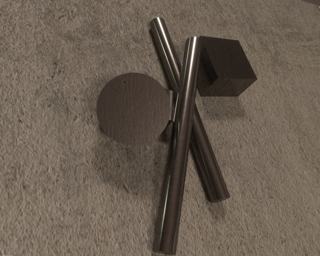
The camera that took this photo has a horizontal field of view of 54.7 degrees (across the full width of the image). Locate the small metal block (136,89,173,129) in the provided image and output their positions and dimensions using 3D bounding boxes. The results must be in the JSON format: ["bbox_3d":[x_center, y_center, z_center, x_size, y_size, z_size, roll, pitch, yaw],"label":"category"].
[{"bbox_3d":[-0.011,-0.031,0.418,0.050,0.025,0.050,15,55,-20],"label":"small metal block"}]

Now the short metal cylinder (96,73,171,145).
[{"bbox_3d":[-0.030,-0.020,0.361,0.081,0.050,0.080,0,87,-4],"label":"short metal cylinder"}]

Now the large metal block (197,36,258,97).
[{"bbox_3d":[0.098,-0.098,0.502,0.081,0.050,0.080,-3,64,-30],"label":"large metal block"}]

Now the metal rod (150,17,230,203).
[{"bbox_3d":[0.036,-0.040,0.449,0.025,0.025,0.299,-3,63,-30],"label":"metal rod"}]

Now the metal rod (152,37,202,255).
[{"bbox_3d":[0.028,0.002,0.397,0.025,0.025,0.300,20,61,-17],"label":"metal rod"}]
